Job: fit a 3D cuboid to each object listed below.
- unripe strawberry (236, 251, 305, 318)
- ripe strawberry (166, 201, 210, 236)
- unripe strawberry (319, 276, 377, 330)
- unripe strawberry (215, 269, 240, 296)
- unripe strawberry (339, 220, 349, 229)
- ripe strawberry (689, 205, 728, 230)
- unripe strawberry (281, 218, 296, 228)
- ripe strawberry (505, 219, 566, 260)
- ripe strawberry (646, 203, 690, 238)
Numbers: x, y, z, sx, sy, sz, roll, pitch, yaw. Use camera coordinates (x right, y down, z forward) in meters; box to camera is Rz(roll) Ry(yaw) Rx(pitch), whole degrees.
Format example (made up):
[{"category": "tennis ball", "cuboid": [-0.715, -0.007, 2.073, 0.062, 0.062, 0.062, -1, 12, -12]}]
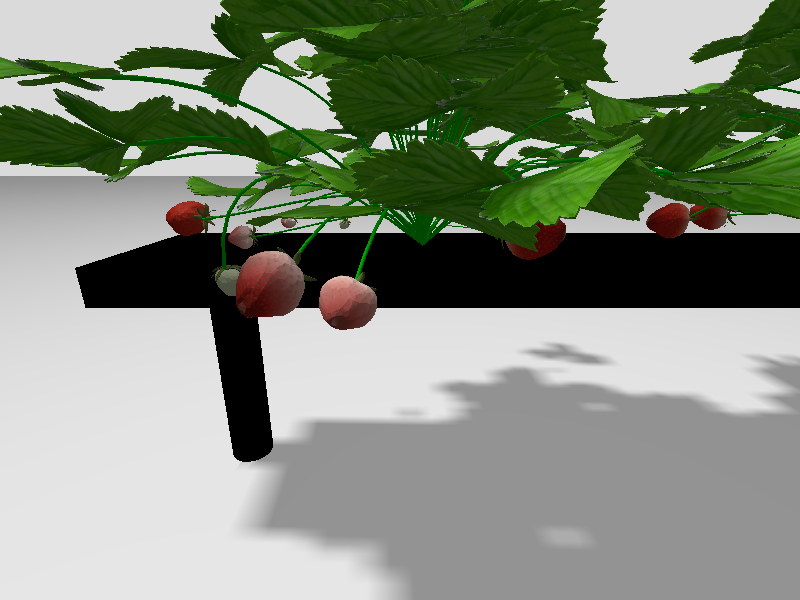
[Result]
[{"category": "unripe strawberry", "cuboid": [-0.060, -0.005, 0.180, 0.030, 0.032, 0.033, 8, 36, 23]}, {"category": "ripe strawberry", "cuboid": [-0.208, -0.080, 0.390, 0.038, 0.033, 0.038, 3, 19, 11]}, {"category": "unripe strawberry", "cuboid": [-0.023, 0.002, 0.168, 0.025, 0.021, 0.025, 4, 34, 12]}, {"category": "unripe strawberry", "cuboid": [-0.092, -0.010, 0.217, 0.015, 0.015, 0.013, 14, 23, 36]}, {"category": "unripe strawberry", "cuboid": [-0.061, -0.082, 0.435, 0.011, 0.010, 0.011, -16, -28, -40]}, {"category": "ripe strawberry", "cuboid": [0.340, -0.095, 0.442, 0.035, 0.035, 0.033, 13, 23, 35]}, {"category": "unripe strawberry", "cuboid": [-0.122, -0.087, 0.438, 0.017, 0.018, 0.016, -22, 3, 37]}, {"category": "ripe strawberry", "cuboid": [0.103, -0.052, 0.303, 0.043, 0.043, 0.040, 11, 22, 28]}, {"category": "ripe strawberry", "cuboid": [0.258, -0.077, 0.387, 0.035, 0.034, 0.032, 1, 18, 12]}]
